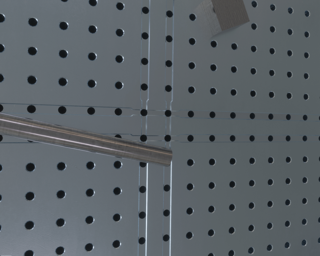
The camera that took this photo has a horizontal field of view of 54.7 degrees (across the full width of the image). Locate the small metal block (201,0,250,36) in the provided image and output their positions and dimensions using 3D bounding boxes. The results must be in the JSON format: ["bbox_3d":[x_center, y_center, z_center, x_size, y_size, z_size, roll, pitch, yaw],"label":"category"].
[{"bbox_3d":[0.095,-0.168,0.448,0.050,0.025,0.050,-24,98,-19],"label":"small metal block"}]

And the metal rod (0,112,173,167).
[{"bbox_3d":[-0.127,0.007,0.365,0.302,0.025,0.025,13,86,-20],"label":"metal rod"}]
